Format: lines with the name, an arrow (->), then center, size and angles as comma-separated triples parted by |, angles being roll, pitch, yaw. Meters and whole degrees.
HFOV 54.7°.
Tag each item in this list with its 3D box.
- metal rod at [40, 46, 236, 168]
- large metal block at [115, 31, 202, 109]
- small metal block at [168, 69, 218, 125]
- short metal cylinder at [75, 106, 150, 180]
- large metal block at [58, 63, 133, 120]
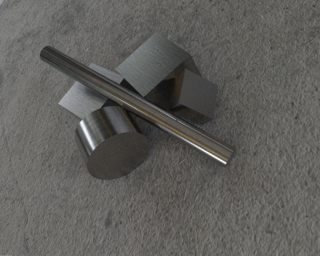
metal rod -> -0.043, -0.037, 0.398 | 0.300, 0.025, 0.025 | 30, 78, 21
large metal block -> -0.002, -0.076, 0.434 | 0.080, 0.050, 0.080 | -43, 51, -2
small metal block -> 0.042, -0.038, 0.388 | 0.025, 0.050, 0.050 | -32, 40, 56
short metal cylinder -> -0.060, 0.019, 0.389 | 0.080, 0.080, 0.050 | -38, 51, 3
large metal block -> -0.089, -0.041, 0.461 | 0.080, 0.050, 0.080 | 28, 77, 37
